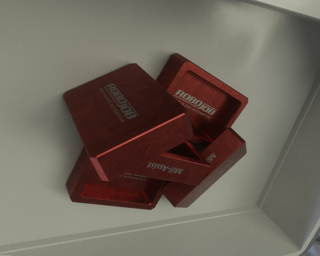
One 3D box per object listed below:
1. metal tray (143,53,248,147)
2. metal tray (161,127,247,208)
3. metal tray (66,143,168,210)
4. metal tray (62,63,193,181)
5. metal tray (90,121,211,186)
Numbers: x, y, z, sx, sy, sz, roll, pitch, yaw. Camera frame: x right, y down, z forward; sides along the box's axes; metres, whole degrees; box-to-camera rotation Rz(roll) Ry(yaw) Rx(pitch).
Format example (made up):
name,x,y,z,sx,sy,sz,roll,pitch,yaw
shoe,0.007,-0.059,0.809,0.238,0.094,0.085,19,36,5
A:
name,x,y,z,sx,sy,sz,roll,pitch,yaw
metal tray,0.048,-0.030,0.413,0.131,0.030,0.090,23,106,-37
metal tray,0.069,0.062,0.456,0.130,0.030,0.090,-43,158,2
metal tray,-0.046,0.061,0.416,0.131,0.030,0.089,17,109,-35
metal tray,-0.038,-0.015,0.308,0.091,0.130,0.030,-26,128,-12
metal tray,-0.013,0.023,0.371,0.131,0.090,0.030,17,110,-35
